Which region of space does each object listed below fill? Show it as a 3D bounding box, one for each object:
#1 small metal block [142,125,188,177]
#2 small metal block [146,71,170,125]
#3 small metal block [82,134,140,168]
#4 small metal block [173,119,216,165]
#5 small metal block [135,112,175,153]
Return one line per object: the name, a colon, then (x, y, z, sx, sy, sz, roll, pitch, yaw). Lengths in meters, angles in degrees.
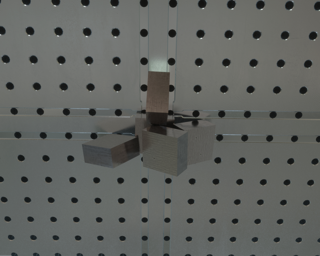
small metal block: (0.006, 0.027, 0.384, 0.050, 0.025, 0.050, 12, 113, 31)
small metal block: (-0.003, -0.035, 0.376, 0.025, 0.050, 0.050, 3, 74, 0)
small metal block: (-0.063, 0.028, 0.399, 0.050, 0.050, 0.025, 5, 108, 35)
small metal block: (0.044, 0.019, 0.409, 0.050, 0.025, 0.050, -9, 113, -30)
small metal block: (-0.007, 0.007, 0.416, 0.050, 0.025, 0.050, 2, 110, -1)
